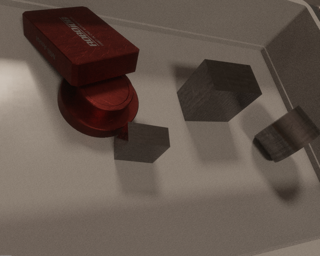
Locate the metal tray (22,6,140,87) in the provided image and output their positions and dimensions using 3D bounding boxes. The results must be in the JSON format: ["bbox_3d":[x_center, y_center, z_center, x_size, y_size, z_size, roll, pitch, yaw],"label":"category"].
[{"bbox_3d":[-0.100,-0.108,0.387,0.091,0.030,0.130,-23,54,-37],"label":"metal tray"}]

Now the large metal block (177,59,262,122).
[{"bbox_3d":[0.083,-0.050,0.448,0.081,0.080,0.050,0,62,-28],"label":"large metal block"}]

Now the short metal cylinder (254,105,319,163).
[{"bbox_3d":[0.193,0.009,0.471,0.081,0.080,0.050,-27,77,-37],"label":"short metal cylinder"}]

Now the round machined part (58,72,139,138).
[{"bbox_3d":[-0.072,-0.040,0.382,0.099,0.042,0.098,14,56,-21],"label":"round machined part"}]

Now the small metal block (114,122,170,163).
[{"bbox_3d":[-0.023,0.019,0.367,0.050,0.050,0.025,9,58,-24],"label":"small metal block"}]
